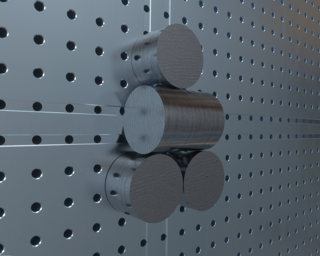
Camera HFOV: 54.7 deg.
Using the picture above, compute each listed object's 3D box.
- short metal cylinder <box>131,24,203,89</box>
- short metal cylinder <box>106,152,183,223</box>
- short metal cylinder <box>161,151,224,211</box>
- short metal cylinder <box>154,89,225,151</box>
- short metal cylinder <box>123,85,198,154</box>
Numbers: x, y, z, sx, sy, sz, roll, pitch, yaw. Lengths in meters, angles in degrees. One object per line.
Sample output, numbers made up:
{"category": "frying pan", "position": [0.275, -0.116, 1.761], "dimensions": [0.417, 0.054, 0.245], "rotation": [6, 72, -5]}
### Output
{"category": "short metal cylinder", "position": [0.010, -0.089, 0.403], "dimensions": [0.081, 0.050, 0.079], "rotation": [0, 90, -40]}
{"category": "short metal cylinder", "position": [-0.018, 0.070, 0.378], "dimensions": [0.081, 0.050, 0.079], "rotation": [0, 90, -40]}
{"category": "short metal cylinder", "position": [0.044, 0.070, 0.430], "dimensions": [0.081, 0.050, 0.079], "rotation": [0, 90, -40]}
{"category": "short metal cylinder", "position": [0.037, -0.010, 0.407], "dimensions": [0.050, 0.080, 0.079], "rotation": [1, 90, -40]}
{"category": "short metal cylinder", "position": [-0.001, -0.010, 0.375], "dimensions": [0.050, 0.080, 0.079], "rotation": [1, 90, -40]}
